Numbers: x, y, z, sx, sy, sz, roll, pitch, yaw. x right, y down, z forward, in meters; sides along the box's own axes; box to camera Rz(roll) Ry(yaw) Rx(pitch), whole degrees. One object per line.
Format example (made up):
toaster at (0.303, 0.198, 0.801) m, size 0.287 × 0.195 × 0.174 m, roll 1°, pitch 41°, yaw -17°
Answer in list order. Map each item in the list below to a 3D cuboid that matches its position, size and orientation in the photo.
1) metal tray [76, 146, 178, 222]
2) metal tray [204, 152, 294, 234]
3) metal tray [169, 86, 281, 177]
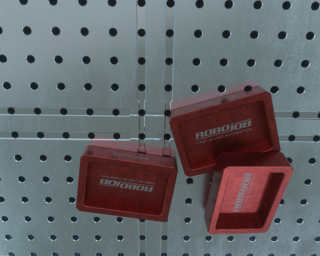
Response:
metal tray at (-0.047, 0.080, 0.439) m, size 0.131 × 0.030 × 0.089 m, roll 9°, pitch 110°, yaw -4°
metal tray at (0.116, 0.092, 0.426) m, size 0.091 × 0.030 × 0.129 m, roll 1°, pitch 124°, yaw -6°
metal tray at (0.085, 0.006, 0.414) m, size 0.131 × 0.030 × 0.089 m, roll -15°, pitch 110°, yaw 5°
